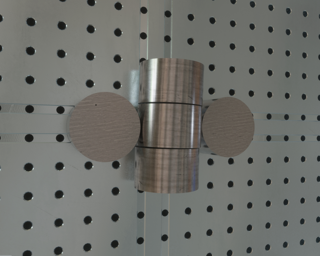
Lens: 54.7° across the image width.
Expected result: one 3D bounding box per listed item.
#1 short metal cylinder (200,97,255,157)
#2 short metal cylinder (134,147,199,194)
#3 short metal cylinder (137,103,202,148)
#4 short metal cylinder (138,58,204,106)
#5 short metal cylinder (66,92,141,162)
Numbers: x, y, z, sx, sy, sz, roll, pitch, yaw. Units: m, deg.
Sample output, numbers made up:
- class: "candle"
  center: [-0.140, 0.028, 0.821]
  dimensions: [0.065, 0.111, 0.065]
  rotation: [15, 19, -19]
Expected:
- class: "short metal cylinder"
  center: [0.082, -0.001, 0.430]
  dimensions: [0.081, 0.050, 0.079]
  rotation: [0, 90, -21]
- class: "short metal cylinder"
  center: [0.008, 0.049, 0.387]
  dimensions: [0.081, 0.080, 0.050]
  rotation: [1, 90, -20]
- class: "short metal cylinder"
  center: [0.012, -0.002, 0.388]
  dimensions: [0.081, 0.080, 0.050]
  rotation: [2, 90, -20]
- class: "short metal cylinder"
  center: [0.014, -0.054, 0.389]
  dimensions: [0.081, 0.080, 0.050]
  rotation: [3, 89, -20]
- class: "short metal cylinder"
  center: [-0.069, -0.001, 0.374]
  dimensions: [0.081, 0.050, 0.079]
  rotation: [0, 90, -21]
